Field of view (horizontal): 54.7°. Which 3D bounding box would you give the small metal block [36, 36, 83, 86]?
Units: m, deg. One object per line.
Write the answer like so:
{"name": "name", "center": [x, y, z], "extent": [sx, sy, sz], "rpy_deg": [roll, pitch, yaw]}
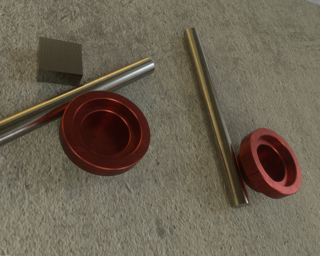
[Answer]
{"name": "small metal block", "center": [-0.125, -0.082, 0.386], "extent": [0.050, 0.025, 0.050], "rpy_deg": [4, 60, -26]}

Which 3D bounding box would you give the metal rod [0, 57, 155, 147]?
{"name": "metal rod", "center": [-0.116, -0.025, 0.356], "extent": [0.302, 0.025, 0.025], "rpy_deg": [-33, 81, -38]}

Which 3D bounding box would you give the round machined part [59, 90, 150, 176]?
{"name": "round machined part", "center": [-0.064, 0.009, 0.353], "extent": [0.099, 0.042, 0.098], "rpy_deg": [14, 56, -21]}

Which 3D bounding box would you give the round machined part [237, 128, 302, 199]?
{"name": "round machined part", "center": [0.148, 0.052, 0.435], "extent": [0.099, 0.042, 0.098], "rpy_deg": [19, 53, -26]}

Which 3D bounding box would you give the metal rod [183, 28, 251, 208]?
{"name": "metal rod", "center": [0.078, -0.031, 0.464], "extent": [0.025, 0.025, 0.299], "rpy_deg": [3, 60, -27]}
